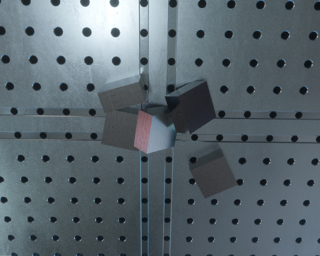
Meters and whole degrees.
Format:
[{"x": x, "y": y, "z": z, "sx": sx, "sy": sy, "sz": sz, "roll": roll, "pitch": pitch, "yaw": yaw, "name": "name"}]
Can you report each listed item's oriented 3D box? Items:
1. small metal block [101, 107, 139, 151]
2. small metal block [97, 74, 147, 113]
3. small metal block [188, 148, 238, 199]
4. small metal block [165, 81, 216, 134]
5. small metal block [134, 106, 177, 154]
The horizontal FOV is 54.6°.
[{"x": -0.048, "y": -0.001, "z": 0.413, "sx": 0.050, "sy": 0.025, "sz": 0.050, "roll": 12, "pitch": 110, "yaw": -4, "name": "small metal block"}, {"x": -0.045, "y": -0.044, "z": 0.384, "sx": 0.050, "sy": 0.050, "sz": 0.025, "roll": -15, "pitch": 110, "yaw": 5, "name": "small metal block"}, {"x": 0.075, "y": 0.064, "z": 0.437, "sx": 0.050, "sy": 0.025, "sz": 0.050, "roll": -26, "pitch": 108, "yaw": 9, "name": "small metal block"}, {"x": 0.039, "y": -0.026, "z": 0.390, "sx": 0.050, "sy": 0.025, "sz": 0.050, "roll": -31, "pitch": 113, "yaw": -31, "name": "small metal block"}, {"x": -0.003, "y": 0.001, "z": 0.399, "sx": 0.050, "sy": 0.025, "sz": 0.050, "roll": -11, "pitch": 118, "yaw": -44, "name": "small metal block"}]
